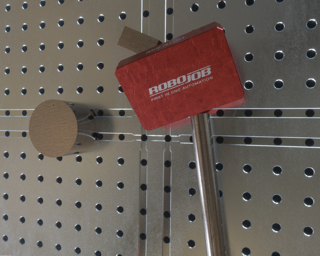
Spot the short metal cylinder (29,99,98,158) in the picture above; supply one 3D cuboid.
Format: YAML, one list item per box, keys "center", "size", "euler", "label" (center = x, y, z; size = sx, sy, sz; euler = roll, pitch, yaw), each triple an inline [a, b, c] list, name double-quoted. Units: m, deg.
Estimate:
- center: [-0.139, 0.000, 0.447]
  size: [0.080, 0.050, 0.079]
  euler: [0, 90, 19]
  label: "short metal cylinder"

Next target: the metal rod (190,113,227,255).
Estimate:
- center: [0.068, 0.131, 0.388]
  size: [0.025, 0.025, 0.298]
  euler: [-8, 87, 19]
  label: "metal rod"

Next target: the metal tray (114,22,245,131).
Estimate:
- center: [0.024, -0.058, 0.372]
  size: [0.130, 0.030, 0.090]
  euler: [-19, 117, 14]
  label: "metal tray"

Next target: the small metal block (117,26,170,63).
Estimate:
- center: [-0.019, -0.106, 0.405]
  size: [0.050, 0.050, 0.025]
  euler: [27, 99, 17]
  label: "small metal block"
